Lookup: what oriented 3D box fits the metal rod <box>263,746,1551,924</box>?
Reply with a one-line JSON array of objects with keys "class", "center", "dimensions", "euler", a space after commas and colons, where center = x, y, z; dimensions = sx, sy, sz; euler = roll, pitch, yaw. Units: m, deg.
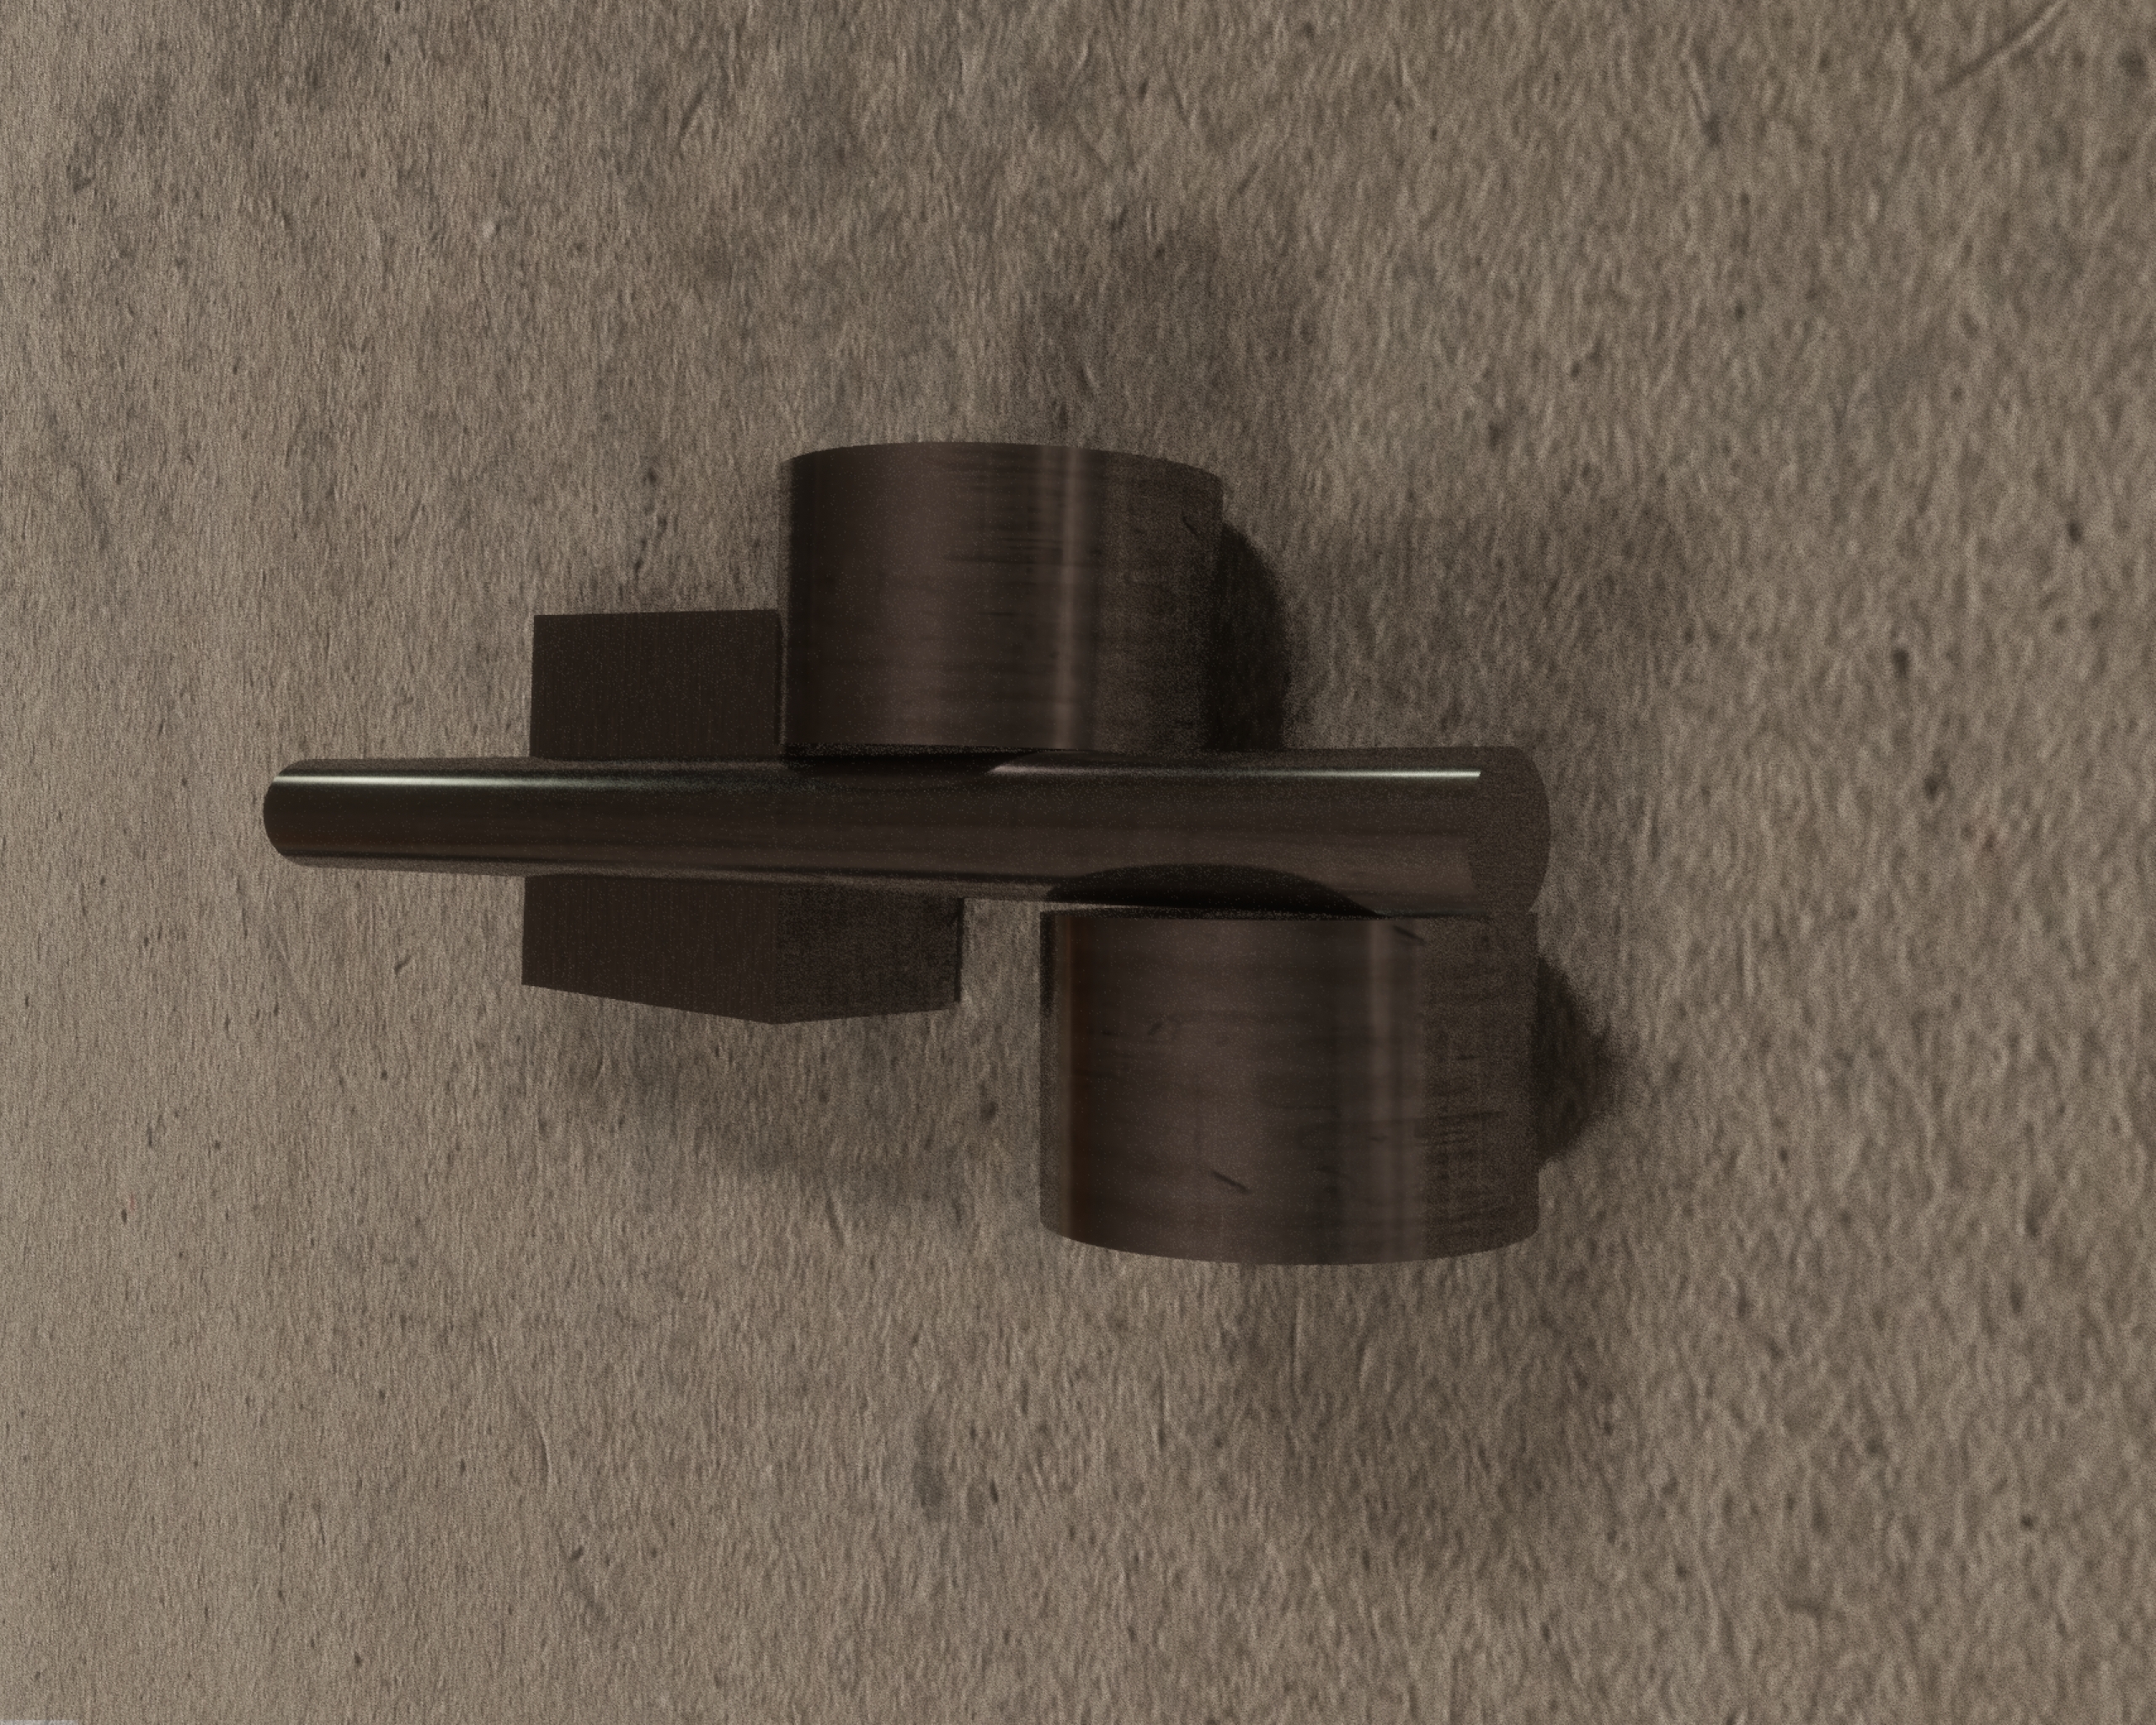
[{"class": "metal rod", "center": [-0.057, -0.008, 0.385], "dimensions": [0.300, 0.025, 0.025], "euler": [2, 91, 38]}]

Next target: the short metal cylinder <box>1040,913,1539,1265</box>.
[{"class": "short metal cylinder", "center": [0.034, 0.033, 0.340], "dimensions": [0.080, 0.081, 0.050], "euler": [0, 90, 39]}]

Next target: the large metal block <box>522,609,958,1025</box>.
[{"class": "large metal block", "center": [-0.071, -0.011, 0.443], "dimensions": [0.080, 0.050, 0.079], "euler": [4, 93, 39]}]

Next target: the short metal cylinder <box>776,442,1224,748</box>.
[{"class": "short metal cylinder", "center": [-0.014, -0.045, 0.382], "dimensions": [0.080, 0.081, 0.050], "euler": [3, 92, 39]}]

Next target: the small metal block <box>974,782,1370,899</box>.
[{"class": "small metal block", "center": [0.017, -0.005, 0.373], "dimensions": [0.050, 0.050, 0.025], "euler": [2, 91, 39]}]
